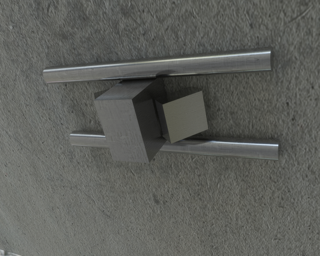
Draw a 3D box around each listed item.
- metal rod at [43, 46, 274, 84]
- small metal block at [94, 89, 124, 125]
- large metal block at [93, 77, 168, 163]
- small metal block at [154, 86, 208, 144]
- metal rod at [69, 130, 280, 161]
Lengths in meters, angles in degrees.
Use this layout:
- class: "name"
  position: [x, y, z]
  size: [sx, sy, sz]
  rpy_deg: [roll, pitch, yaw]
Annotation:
- class: "metal rod"
  position: [-0.023, -0.072, 0.374]
  size: [0.301, 0.025, 0.025]
  rpy_deg: [2, 119, 27]
- class: "small metal block"
  position: [-0.067, -0.020, 0.412]
  size: [0.025, 0.050, 0.050]
  rpy_deg: [-17, 116, -8]
- class: "large metal block"
  position: [-0.026, -0.014, 0.379]
  size: [0.050, 0.080, 0.079]
  rpy_deg: [1, 119, 27]
- class: "small metal block"
  position: [0.026, -0.016, 0.366]
  size: [0.025, 0.050, 0.050]
  rpy_deg: [40, 147, 60]
- class: "metal rod"
  position: [0.001, 0.021, 0.419]
  size: [0.301, 0.025, 0.025]
  rpy_deg: [2, 119, 27]
